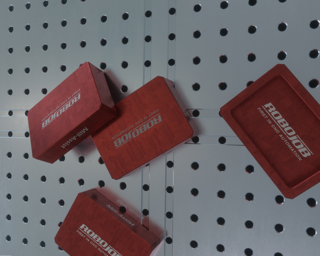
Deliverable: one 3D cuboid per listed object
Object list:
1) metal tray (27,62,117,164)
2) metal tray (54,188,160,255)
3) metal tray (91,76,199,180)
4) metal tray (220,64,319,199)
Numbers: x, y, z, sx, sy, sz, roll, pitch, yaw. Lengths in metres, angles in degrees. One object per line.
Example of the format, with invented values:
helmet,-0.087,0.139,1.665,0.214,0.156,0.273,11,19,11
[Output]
metal tray,-0.128,-0.021,0.437,0.130,0.030,0.090,-35,54,17
metal tray,-0.077,0.159,0.438,0.130,0.030,0.090,33,100,17
metal tray,-0.026,0.001,0.420,0.130,0.030,0.090,-31,80,17
metal tray,0.144,0.003,0.358,0.090,0.030,0.130,-39,78,16
